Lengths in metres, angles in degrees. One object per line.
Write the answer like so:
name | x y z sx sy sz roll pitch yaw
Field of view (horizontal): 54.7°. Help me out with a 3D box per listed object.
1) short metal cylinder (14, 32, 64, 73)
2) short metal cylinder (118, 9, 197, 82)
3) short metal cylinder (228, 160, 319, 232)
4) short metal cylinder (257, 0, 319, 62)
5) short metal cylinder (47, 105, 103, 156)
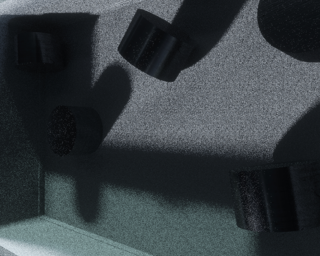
short metal cylinder | -0.211 -0.130 0.541 0.080 0.081 0.050 -4 87 39
short metal cylinder | -0.003 -0.099 0.372 0.080 0.081 0.050 47 118 29
short metal cylinder | 0.107 0.059 0.282 0.080 0.081 0.050 -13 82 39
short metal cylinder | 0.136 -0.103 0.278 0.080 0.050 0.079 0 90 39
short metal cylinder | -0.138 0.004 0.502 0.080 0.050 0.079 0 90 39
